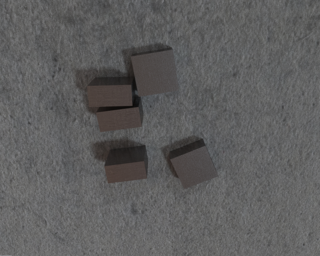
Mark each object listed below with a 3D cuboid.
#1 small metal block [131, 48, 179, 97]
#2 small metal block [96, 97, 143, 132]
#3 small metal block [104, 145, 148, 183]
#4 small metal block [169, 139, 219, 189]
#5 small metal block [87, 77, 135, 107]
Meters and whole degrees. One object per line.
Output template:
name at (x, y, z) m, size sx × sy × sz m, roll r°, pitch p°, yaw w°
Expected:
small metal block at (-0.006, -0.070, 0.384) m, size 0.050 × 0.025 × 0.050 m, roll -9°, pitch 110°, yaw 3°
small metal block at (-0.048, -0.018, 0.389) m, size 0.050 × 0.050 × 0.025 m, roll -7°, pitch 110°, yaw 2°
small metal block at (-0.043, 0.047, 0.413) m, size 0.050 × 0.050 × 0.025 m, roll -7°, pitch 110°, yaw 2°
small metal block at (0.047, 0.050, 0.429) m, size 0.050 × 0.025 × 0.050 m, roll -22°, pitch 109°, yaw 7°
small metal block at (-0.058, -0.045, 0.379) m, size 0.050 × 0.050 × 0.025 m, roll -2°, pitch 110°, yaw 0°
